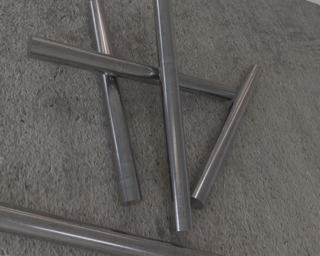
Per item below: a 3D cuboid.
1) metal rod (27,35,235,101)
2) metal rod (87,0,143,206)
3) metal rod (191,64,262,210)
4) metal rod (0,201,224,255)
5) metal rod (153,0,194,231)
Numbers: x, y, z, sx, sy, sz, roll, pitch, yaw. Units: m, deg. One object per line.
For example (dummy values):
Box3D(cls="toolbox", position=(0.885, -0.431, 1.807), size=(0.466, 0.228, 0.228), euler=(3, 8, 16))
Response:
Box3D(cls="metal rod", position=(-0.014, -0.071, 0.414), size=(0.302, 0.025, 0.025), euler=(7, 58, -34))
Box3D(cls="metal rod", position=(-0.063, -0.050, 0.400), size=(0.025, 0.025, 0.299), euler=(0, 62, -28))
Box3D(cls="metal rod", position=(0.106, -0.007, 0.464), size=(0.025, 0.025, 0.301), euler=(37, 51, -4))
Box3D(cls="metal rod", position=(-0.069, 0.106, 0.301), size=(0.302, 0.025, 0.025), euler=(20, 54, -17))
Box3D(cls="metal rod", position=(0.014, -0.029, 0.387), size=(0.025, 0.025, 0.299), euler=(3, 73, -27))
